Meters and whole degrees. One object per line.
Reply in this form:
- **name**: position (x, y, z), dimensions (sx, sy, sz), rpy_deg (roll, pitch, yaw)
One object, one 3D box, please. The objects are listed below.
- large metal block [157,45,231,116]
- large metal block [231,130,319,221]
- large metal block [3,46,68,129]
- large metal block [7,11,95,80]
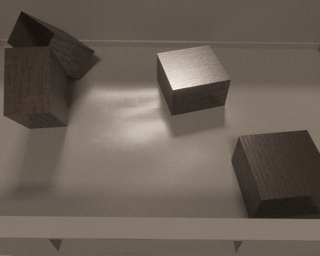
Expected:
- **large metal block**: position (0.045, -0.070, 0.449), dimensions (0.081, 0.050, 0.080), rpy_deg (-12, 51, -10)
- **large metal block**: position (0.134, 0.052, 0.347), dimensions (0.081, 0.050, 0.080), rpy_deg (-5, 50, -5)
- **large metal block**: position (-0.152, -0.047, 0.388), dimensions (0.050, 0.080, 0.080), rpy_deg (-4, 79, -4)
- **large metal block**: position (-0.160, -0.121, 0.461), dimensions (0.080, 0.080, 0.050), rpy_deg (36, 102, 26)
